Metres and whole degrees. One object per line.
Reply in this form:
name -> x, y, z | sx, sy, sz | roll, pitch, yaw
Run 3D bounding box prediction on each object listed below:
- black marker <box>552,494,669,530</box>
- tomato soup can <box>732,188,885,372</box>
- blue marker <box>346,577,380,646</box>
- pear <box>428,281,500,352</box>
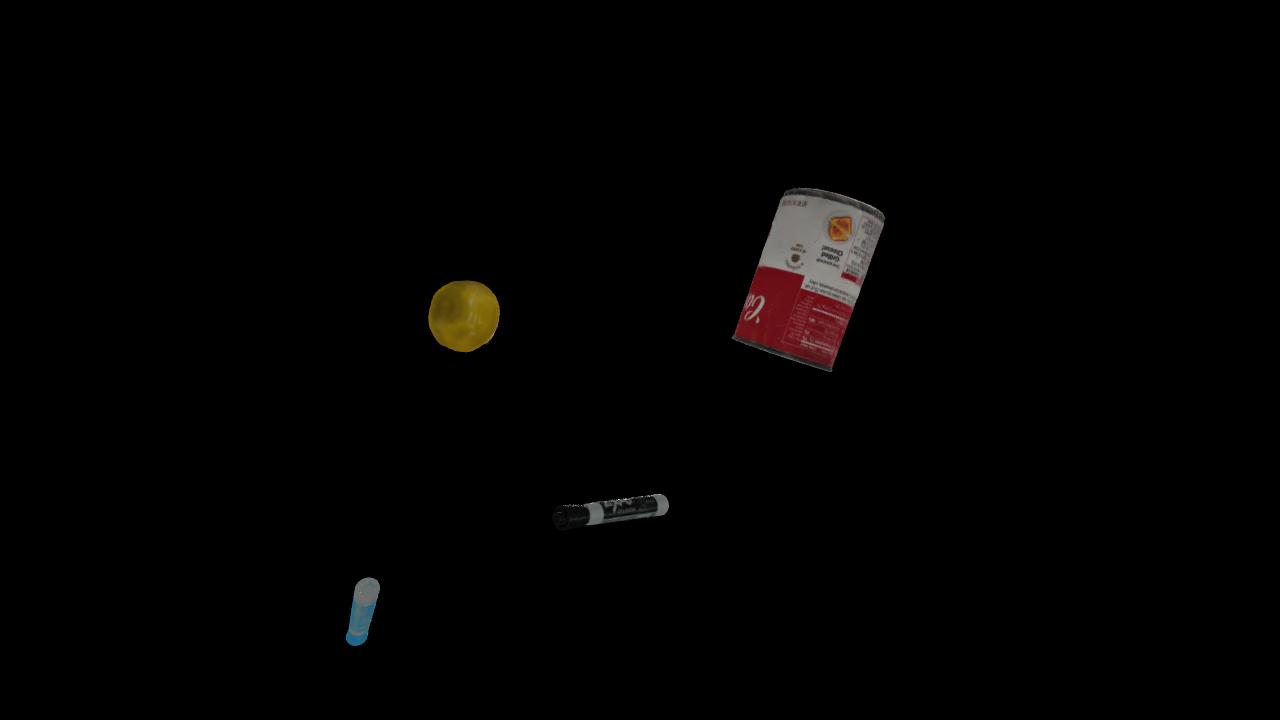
black marker -> -0.022, 0.123, 0.502 | 0.020, 0.020, 0.121 | 0, -5, 43
tomato soup can -> 0.107, -0.050, 0.392 | 0.068, 0.101, 0.068 | 18, 6, -2
blue marker -> -0.242, 0.222, 0.535 | 0.020, 0.020, 0.121 | 0, -39, -29
pear -> -0.186, -0.045, 0.697 | 0.080, 0.080, 0.111 | 0, -8, 13
